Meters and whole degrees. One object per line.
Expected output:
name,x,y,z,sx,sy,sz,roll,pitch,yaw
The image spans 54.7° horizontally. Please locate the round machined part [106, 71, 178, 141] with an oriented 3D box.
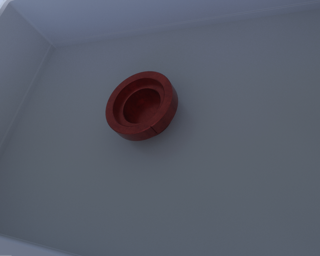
round machined part,-0.021,-0.025,0.420,0.098,0.042,0.098,-13,56,20
